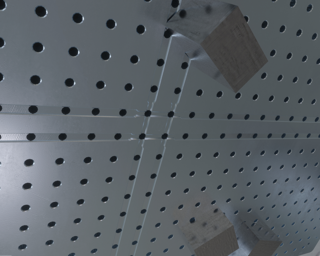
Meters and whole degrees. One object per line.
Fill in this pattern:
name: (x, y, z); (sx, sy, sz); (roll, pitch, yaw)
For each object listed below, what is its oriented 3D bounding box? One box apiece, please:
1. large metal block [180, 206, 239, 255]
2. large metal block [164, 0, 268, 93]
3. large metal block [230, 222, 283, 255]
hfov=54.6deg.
large metal block: (0.093, 0.204, 0.570); (0.080, 0.050, 0.080); (-29, 128, -10)
large metal block: (0.062, -0.096, 0.350); (0.050, 0.080, 0.080); (-45, 129, 3)
large metal block: (0.196, 0.249, 0.654); (0.080, 0.050, 0.080); (18, 109, -35)
